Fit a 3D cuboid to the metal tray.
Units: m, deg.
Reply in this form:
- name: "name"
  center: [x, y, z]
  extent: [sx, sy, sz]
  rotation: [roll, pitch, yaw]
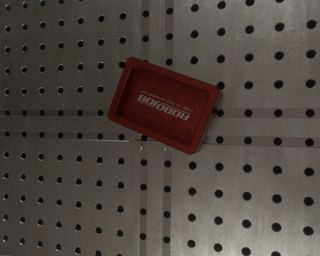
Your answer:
- name: "metal tray"
  center: [0.005, -0.030, 0.407]
  extent: [0.130, 0.030, 0.089]
  rotation: [23, 97, 18]
